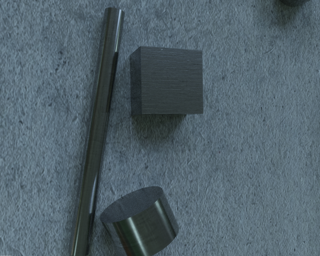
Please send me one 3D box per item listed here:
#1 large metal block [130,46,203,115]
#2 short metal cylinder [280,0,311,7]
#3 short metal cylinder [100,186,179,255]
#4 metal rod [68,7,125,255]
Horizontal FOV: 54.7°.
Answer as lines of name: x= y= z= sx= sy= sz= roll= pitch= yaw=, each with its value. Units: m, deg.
large metal block: x=0.007 y=-0.057 z=0.399 sx=0.081 sy=0.050 sz=0.080 roll=-1 pitch=91 yaw=-20
short metal cylinder: x=0.221 y=-0.236 z=0.477 sx=0.081 sy=0.050 sz=0.080 roll=0 pitch=90 yaw=-20
short metal cylinder: x=-0.024 y=0.112 z=0.371 sx=0.081 sy=0.080 sz=0.050 roll=-26 pitch=99 yaw=-18
metal rod: x=-0.077 y=0.002 z=0.380 sx=0.025 sy=0.025 sz=0.298 roll=9 pitch=87 yaw=-20
